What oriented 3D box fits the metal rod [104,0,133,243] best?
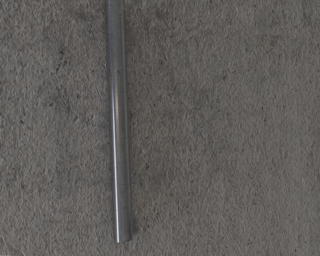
[{"bbox_3d":[-0.051,-0.009,0.389,0.025,0.025,0.298,-2,91,-20],"label":"metal rod"}]
